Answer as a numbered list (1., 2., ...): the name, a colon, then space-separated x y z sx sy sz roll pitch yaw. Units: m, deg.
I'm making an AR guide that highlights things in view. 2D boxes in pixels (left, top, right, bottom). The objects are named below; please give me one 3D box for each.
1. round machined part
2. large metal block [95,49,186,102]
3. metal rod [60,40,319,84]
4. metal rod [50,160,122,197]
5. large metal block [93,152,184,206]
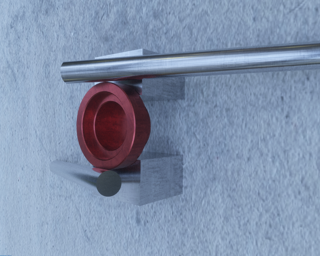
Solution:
1. round machined part: -0.049 -0.002 0.357 0.098 0.042 0.097 0 90 39
2. large metal block: -0.024 -0.061 0.388 0.080 0.081 0.050 2 91 39
3. metal rod: 0.040 -0.063 0.302 0.301 0.025 0.025 0 90 17
4. metal rod: -0.118 0.062 0.429 0.299 0.025 0.025 -7 85 62
5. large metal block: -0.026 0.058 0.390 0.080 0.081 0.050 2 91 39
